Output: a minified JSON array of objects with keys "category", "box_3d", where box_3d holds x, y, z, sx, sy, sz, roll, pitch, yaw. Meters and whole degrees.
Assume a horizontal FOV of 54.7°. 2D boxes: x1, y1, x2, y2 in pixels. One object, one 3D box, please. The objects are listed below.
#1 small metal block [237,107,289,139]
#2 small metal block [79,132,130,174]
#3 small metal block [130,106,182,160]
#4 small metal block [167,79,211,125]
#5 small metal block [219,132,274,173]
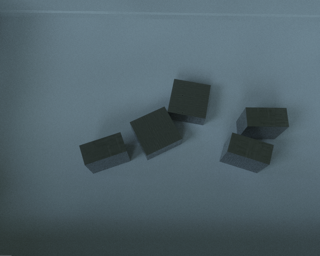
[{"category":"small metal block","box_3d":[0.130,-0.005,0.400,0.050,0.050,0.025,1,70,0]},{"category":"small metal block","box_3d":[-0.067,0.032,0.384,0.050,0.050,0.025,-18,71,-7]},{"category":"small metal block","box_3d":[-0.005,0.007,0.407,0.050,0.025,0.050,-25,72,-9]},{"category":"small metal block","box_3d":[0.039,-0.035,0.423,0.050,0.025,0.050,11,70,3]},{"category":"small metal block","box_3d":[0.106,0.032,0.386,0.050,0.050,0.025,17,71,6]}]
